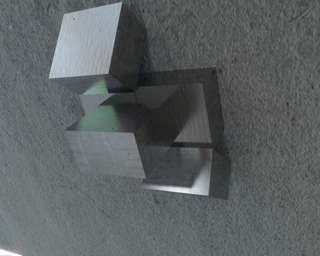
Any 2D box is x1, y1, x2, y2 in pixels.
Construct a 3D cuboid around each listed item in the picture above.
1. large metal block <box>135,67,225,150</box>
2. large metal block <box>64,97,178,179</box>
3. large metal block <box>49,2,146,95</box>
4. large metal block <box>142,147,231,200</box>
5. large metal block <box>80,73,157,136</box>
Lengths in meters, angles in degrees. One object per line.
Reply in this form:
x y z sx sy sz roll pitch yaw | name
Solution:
0.025 -0.022 0.362 0.080 0.050 0.079 1 119 27 | large metal block
-0.037 0.006 0.331 0.080 0.080 0.050 1 119 27 | large metal block
-0.068 -0.085 0.347 0.080 0.050 0.080 1 75 28 | large metal block
0.036 0.056 0.380 0.080 0.080 0.050 1 75 27 | large metal block
-0.047 -0.022 0.399 0.080 0.050 0.079 1 119 27 | large metal block
